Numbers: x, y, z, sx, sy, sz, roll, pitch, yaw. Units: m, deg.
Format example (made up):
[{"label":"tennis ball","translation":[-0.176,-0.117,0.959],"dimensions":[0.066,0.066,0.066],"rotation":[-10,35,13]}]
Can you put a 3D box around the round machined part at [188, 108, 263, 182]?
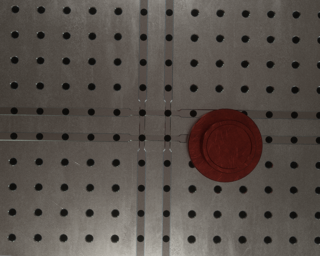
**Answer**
[{"label":"round machined part","translation":[0.086,0.023,0.406],"dimensions":[0.099,0.042,0.097],"rotation":[0,90,-1]}]
